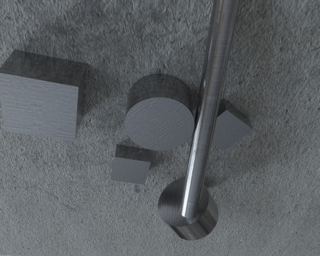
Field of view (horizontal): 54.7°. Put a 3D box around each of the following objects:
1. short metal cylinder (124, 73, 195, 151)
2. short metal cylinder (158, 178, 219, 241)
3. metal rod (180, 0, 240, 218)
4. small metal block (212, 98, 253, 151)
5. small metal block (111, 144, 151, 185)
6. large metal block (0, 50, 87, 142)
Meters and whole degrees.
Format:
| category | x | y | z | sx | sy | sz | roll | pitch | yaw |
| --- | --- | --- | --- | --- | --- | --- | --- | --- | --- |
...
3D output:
| category | x | y | z | sx | sy | sz | roll | pitch | yaw |
| --- | --- | --- | --- | --- | --- | --- | --- | --- | --- |
| short metal cylinder | -0.001 | -0.019 | 0.375 | 0.081 | 0.050 | 0.079 | 0 | 130 | 0 |
| short metal cylinder | 0.044 | 0.123 | 0.474 | 0.080 | 0.080 | 0.050 | -18 | 133 | 15 |
| metal rod | 0.053 | -0.013 | 0.360 | 0.025 | 0.025 | 0.298 | 4 | 119 | -4 |
| small metal block | 0.083 | -0.003 | 0.405 | 0.050 | 0.025 | 0.050 | 33 | 123 | -25 |
| small metal block | -0.043 | 0.054 | 0.453 | 0.050 | 0.025 | 0.050 | 9 | 130 | -8 |
| large metal block | -0.133 | -0.036 | 0.359 | 0.081 | 0.050 | 0.079 | 10 | 130 | -9 |
